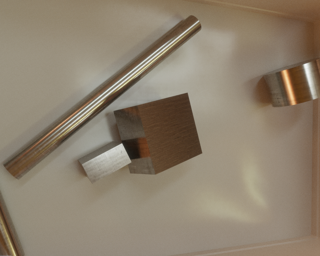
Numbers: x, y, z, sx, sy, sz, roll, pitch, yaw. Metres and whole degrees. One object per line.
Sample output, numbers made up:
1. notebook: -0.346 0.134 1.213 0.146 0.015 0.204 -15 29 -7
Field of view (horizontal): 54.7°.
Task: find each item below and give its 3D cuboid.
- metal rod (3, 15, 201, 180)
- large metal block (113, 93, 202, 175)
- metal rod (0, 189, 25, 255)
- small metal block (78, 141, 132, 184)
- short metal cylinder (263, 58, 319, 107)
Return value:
1. metal rod: -0.060 -0.048 0.389 0.301 0.025 0.025 -42 104 -15
2. large metal block: -0.001 0.006 0.385 0.081 0.050 0.080 -19 97 -39
3. metal rod: -0.210 0.007 0.332 0.025 0.025 0.298 -20 97 -19
4. small metal block: -0.068 0.040 0.373 0.050 0.050 0.025 -28 100 -18
5. short metal cylinder: 0.200 -0.067 0.457 0.081 0.080 0.050 -21 97 -19
